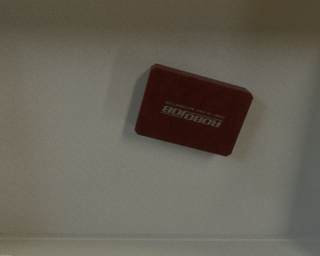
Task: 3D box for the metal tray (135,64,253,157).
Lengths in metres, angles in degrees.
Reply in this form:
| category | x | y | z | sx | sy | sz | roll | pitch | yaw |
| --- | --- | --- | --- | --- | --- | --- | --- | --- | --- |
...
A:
| category | x | y | z | sx | sy | sz | roll | pitch | yaw |
| --- | --- | --- | --- | --- | --- | --- | --- | --- | --- |
| metal tray | 0.041 | -0.022 | 0.401 | 0.131 | 0.030 | 0.089 | 14 | 109 | -6 |
